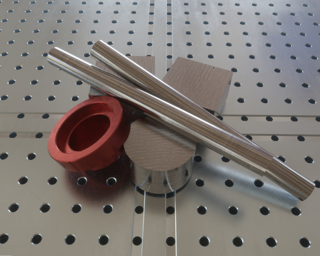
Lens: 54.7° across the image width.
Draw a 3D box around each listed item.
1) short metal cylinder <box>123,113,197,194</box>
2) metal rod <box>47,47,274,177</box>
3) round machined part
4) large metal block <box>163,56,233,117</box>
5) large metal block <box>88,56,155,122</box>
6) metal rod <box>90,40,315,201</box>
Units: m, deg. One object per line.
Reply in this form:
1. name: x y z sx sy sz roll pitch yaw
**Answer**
1. short metal cylinder: 0.000 0.029 0.361 0.081 0.050 0.080 0 50 0
2. metal rod: -0.016 -0.029 0.360 0.300 0.025 0.025 28 56 20
3. round machined part: -0.078 0.011 0.367 0.098 0.042 0.098 -16 44 17
4. large metal block: 0.046 -0.045 0.423 0.080 0.050 0.080 19 53 15
5. large metal block: -0.048 -0.055 0.428 0.081 0.050 0.080 1 50 0
6. metal rod: 0.042 -0.014 0.366 0.300 0.025 0.025 35 57 9
